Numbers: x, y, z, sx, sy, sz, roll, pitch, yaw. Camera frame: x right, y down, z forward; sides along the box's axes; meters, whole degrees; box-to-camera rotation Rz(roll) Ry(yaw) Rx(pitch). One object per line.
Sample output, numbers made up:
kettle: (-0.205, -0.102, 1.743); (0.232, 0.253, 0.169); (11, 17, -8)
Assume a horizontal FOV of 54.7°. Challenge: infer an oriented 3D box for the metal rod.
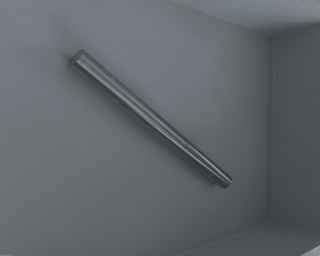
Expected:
metal rod: (0.007, 0.005, 0.412); (0.301, 0.025, 0.025); (40, 66, -33)
